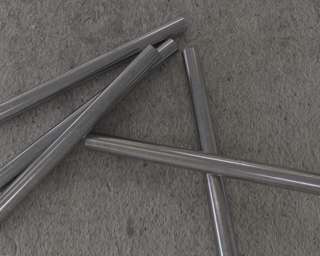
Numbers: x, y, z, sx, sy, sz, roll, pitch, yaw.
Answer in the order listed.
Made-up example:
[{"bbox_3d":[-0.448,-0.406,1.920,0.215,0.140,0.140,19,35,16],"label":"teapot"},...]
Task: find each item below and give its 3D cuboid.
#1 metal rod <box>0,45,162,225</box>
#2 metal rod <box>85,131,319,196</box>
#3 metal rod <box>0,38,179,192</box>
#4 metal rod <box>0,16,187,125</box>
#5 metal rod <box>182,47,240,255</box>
[{"bbox_3d":[-0.108,0.009,0.386,0.025,0.025,0.300,41,81,13],"label":"metal rod"},{"bbox_3d":[0.053,0.041,0.367,0.301,0.025,0.025,10,70,13],"label":"metal rod"},{"bbox_3d":[-0.092,-0.025,0.416,0.301,0.025,0.025,-41,75,-14],"label":"metal rod"},{"bbox_3d":[-0.095,-0.084,0.437,0.302,0.025,0.025,-29,73,-10],"label":"metal rod"},{"bbox_3d":[0.062,0.030,0.397,0.025,0.025,0.299,-7,70,-3],"label":"metal rod"}]
